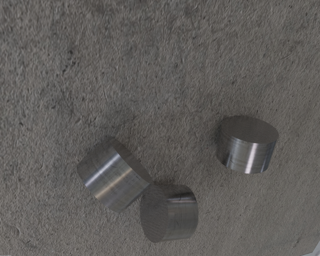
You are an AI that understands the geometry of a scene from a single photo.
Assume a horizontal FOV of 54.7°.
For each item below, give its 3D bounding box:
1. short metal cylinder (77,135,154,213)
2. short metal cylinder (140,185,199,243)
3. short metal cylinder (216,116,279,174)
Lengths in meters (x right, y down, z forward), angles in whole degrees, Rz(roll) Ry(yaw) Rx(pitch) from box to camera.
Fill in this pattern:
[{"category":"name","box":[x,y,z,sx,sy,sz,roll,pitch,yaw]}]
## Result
[{"category":"short metal cylinder","box":[-0.053,0.055,0.376,0.050,0.080,0.080,-43,129,1]},{"category":"short metal cylinder","box":[0.012,0.123,0.454,0.050,0.080,0.079,6,116,-31]},{"category":"short metal cylinder","box":[0.126,0.022,0.454,0.081,0.080,0.050,-8,122,-24]}]
